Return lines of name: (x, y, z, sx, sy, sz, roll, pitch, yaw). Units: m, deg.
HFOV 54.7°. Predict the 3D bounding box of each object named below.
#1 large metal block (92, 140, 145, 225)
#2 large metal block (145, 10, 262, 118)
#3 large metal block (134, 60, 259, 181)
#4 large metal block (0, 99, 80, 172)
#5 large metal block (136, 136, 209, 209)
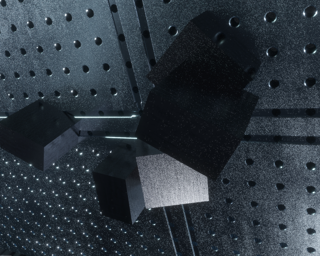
large metal block: (-0.047, 0.076, 0.445, 0.050, 0.080, 0.079, 10, 123, 23)
large metal block: (0.046, -0.062, 0.331, 0.080, 0.050, 0.080, 43, 129, -2)
large metal block: (0.036, -0.011, 0.285, 0.080, 0.080, 0.050, 29, 128, 9)
large metal block: (-0.182, 0.009, 0.475, 0.080, 0.080, 0.050, 26, 127, 11)
large metal block: (0.016, 0.051, 0.397, 0.080, 0.050, 0.079, -8, 118, 1)
